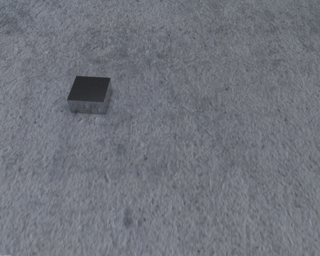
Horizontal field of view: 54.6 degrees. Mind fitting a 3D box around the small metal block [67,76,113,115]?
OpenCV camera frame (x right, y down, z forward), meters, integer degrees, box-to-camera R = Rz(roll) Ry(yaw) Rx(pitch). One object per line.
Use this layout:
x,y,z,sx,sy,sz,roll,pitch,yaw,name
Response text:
-0.099,-0.047,0.443,0.050,0.025,0.050,4,50,3,small metal block
